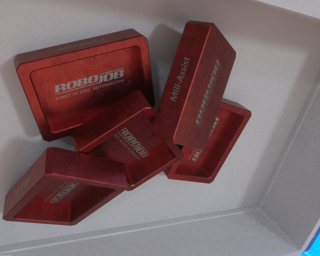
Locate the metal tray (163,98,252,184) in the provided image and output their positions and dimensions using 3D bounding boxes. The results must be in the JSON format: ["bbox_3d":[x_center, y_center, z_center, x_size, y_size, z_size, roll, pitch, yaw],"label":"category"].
[{"bbox_3d":[0.065,0.018,0.452,0.091,0.030,0.129,13,112,-34],"label":"metal tray"}]

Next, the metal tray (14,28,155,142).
[{"bbox_3d":[-0.074,-0.047,0.334,0.131,0.030,0.089,-19,126,-18],"label":"metal tray"}]

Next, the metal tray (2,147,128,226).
[{"bbox_3d":[-0.109,0.073,0.352,0.091,0.030,0.129,19,137,-36],"label":"metal tray"}]

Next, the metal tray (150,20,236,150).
[{"bbox_3d":[0.043,-0.043,0.357,0.090,0.030,0.129,18,90,-59],"label":"metal tray"}]

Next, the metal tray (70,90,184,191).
[{"bbox_3d":[-0.032,0.022,0.373,0.090,0.030,0.130,-33,144,2],"label":"metal tray"}]
